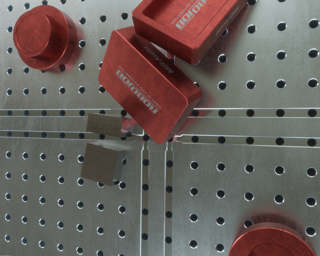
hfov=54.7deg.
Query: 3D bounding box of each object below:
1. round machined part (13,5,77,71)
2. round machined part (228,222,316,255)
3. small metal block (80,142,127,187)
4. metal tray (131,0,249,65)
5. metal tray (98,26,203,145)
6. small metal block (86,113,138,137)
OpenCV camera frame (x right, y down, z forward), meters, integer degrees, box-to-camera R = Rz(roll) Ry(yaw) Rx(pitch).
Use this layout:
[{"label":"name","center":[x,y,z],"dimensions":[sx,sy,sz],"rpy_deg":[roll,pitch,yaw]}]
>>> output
[{"label":"round machined part","center":[-0.180,-0.137,0.467],"dimensions":[0.098,0.042,0.097],"rpy_deg":[0,90,20]},{"label":"round machined part","center":[0.130,0.157,0.357],"dimensions":[0.098,0.042,0.097],"rpy_deg":[0,90,20]},{"label":"small metal block","center":[-0.080,0.050,0.441],"dimensions":[0.050,0.025,0.050],"rpy_deg":[13,95,19]},{"label":"metal tray","center":[0.041,-0.146,0.365],"dimensions":[0.090,0.030,0.130],"rpy_deg":[34,73,17]},{"label":"metal tray","center":[-0.018,-0.053,0.392],"dimensions":[0.130,0.030,0.089],"rpy_deg":[46,138,14]},{"label":"small metal block","center":[-0.063,-0.004,0.422],"dimensions":[0.050,0.050,0.025],"rpy_deg":[9,93,20]}]
